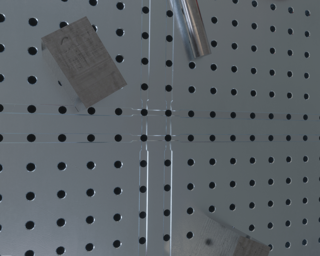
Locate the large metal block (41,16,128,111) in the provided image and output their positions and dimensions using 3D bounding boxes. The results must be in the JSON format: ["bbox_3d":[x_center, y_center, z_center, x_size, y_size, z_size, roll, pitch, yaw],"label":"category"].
[{"bbox_3d":[-0.088,-0.067,0.351,0.050,0.080,0.080,-34,101,-17],"label":"large metal block"}]

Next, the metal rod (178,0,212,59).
[{"bbox_3d":[0.018,-0.243,0.418,0.025,0.025,0.298,-19,96,-19],"label":"metal rod"}]

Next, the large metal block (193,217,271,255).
[{"bbox_3d":[0.090,0.177,0.417,0.050,0.080,0.080,26,81,-18],"label":"large metal block"}]
